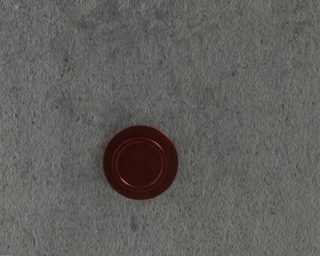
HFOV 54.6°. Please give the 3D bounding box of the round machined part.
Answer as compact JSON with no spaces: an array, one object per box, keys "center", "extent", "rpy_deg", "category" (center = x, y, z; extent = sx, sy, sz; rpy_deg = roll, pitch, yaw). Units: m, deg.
[{"center":[-0.025,0.045,0.401],"extent":[0.099,0.042,0.097],"rpy_deg":[0,90,0],"category":"round machined part"}]
